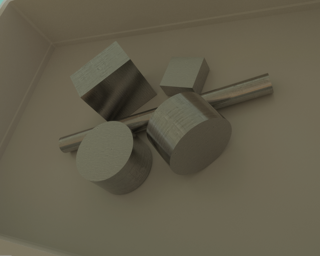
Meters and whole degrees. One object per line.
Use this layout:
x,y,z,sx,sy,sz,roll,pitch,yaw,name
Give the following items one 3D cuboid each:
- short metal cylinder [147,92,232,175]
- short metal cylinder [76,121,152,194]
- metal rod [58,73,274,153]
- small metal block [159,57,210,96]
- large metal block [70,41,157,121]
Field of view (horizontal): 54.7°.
0.032,0.006,0.347,0.080,0.080,0.050,-40,51,0,short metal cylinder
-0.057,0.038,0.392,0.080,0.050,0.080,-13,56,20,short metal cylinder
-0.006,-0.014,0.415,0.301,0.025,0.025,-16,55,18,metal rod
0.034,-0.070,0.428,0.050,0.025,0.050,9,66,31,small metal block
-0.064,-0.060,0.438,0.080,0.080,0.050,-37,51,3,large metal block
